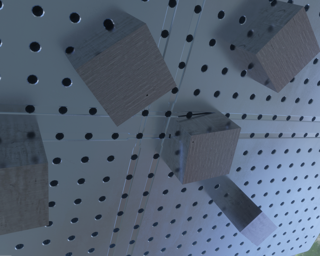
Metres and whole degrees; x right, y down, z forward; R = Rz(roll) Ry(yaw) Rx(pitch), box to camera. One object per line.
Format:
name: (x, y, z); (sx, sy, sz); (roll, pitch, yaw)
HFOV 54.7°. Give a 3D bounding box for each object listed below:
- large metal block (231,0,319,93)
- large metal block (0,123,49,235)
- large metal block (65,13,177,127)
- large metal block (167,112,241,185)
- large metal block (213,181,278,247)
large metal block: (0.156, -0.108, 0.416); (0.080, 0.050, 0.080); (-46, 130, 3)
large metal block: (-0.150, 0.050, 0.325); (0.050, 0.080, 0.079); (-5, 121, -27)
large metal block: (-0.041, -0.062, 0.335); (0.080, 0.050, 0.080); (-35, 129, -5)
large metal block: (0.061, 0.027, 0.448); (0.081, 0.050, 0.079); (-8, 122, -25)
large metal block: (0.153, 0.155, 0.558); (0.050, 0.080, 0.080); (-44, 130, 2)
